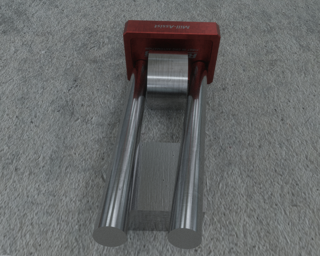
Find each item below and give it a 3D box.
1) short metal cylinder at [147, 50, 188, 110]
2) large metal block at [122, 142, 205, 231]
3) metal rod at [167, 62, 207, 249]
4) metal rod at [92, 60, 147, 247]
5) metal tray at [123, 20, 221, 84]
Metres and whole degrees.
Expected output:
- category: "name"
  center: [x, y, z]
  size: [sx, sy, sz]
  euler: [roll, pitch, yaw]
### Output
- category: "short metal cylinder"
  center: [0.010, -0.065, 0.425]
  size: [0.050, 0.080, 0.080]
  euler: [2, 50, 1]
- category: "large metal block"
  center: [0.003, 0.062, 0.333]
  size: [0.081, 0.050, 0.080]
  euler: [1, 50, 1]
- category: "metal rod"
  center: [0.039, -0.004, 0.348]
  size: [0.025, 0.025, 0.301]
  euler: [7, 35, 5]
- category: "metal rod"
  center: [-0.032, -0.006, 0.350]
  size: [0.025, 0.025, 0.300]
  euler: [2, 35, 1]
- category: "metal tray"
  center: [0.016, -0.109, 0.454]
  size: [0.131, 0.089, 0.030]
  euler: [2, 50, 1]
